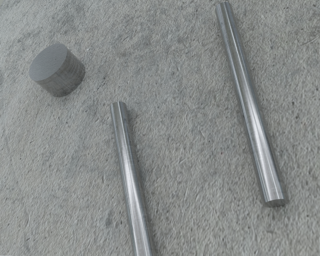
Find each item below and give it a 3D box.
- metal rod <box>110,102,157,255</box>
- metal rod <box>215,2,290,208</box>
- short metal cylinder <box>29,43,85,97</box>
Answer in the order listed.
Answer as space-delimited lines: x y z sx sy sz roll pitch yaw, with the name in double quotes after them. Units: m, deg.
-0.029 0.086 0.366 0.025 0.025 0.299 -25 53 13 "metal rod"
0.104 -0.052 0.381 0.025 0.025 0.299 -17 55 19 "metal rod"
-0.180 -0.101 0.544 0.080 0.050 0.080 -13 56 21 "short metal cylinder"
